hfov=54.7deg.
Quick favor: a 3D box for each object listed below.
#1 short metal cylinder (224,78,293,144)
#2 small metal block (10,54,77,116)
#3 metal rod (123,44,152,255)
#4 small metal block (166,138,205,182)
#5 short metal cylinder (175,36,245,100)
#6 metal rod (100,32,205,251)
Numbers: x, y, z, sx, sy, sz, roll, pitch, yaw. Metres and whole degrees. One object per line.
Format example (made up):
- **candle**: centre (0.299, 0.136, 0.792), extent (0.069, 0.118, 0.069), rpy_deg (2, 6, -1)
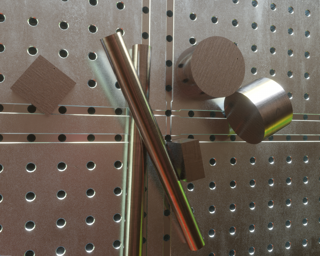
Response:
- **short metal cylinder**: centre (0.135, -0.024, 0.433), extent (0.050, 0.080, 0.080), rpy_deg (-27, 99, -18)
- **small metal block**: centre (-0.135, -0.048, 0.363), extent (0.050, 0.025, 0.050), rpy_deg (39, 77, -16)
- **metal rod**: centre (-0.030, 0.043, 0.401), extent (0.025, 0.025, 0.298), rpy_deg (3, 89, -20)
- **small metal block**: centre (0.033, 0.041, 0.412), extent (0.025, 0.050, 0.050), rpy_deg (-11, 94, -20)
- **short metal cylinder**: centre (0.068, -0.079, 0.424), extent (0.081, 0.050, 0.079), rpy_deg (0, 90, -20)
- **metal rod**: centre (-0.002, 0.029, 0.389), extent (0.025, 0.025, 0.299), rpy_deg (-27, 108, -18)
